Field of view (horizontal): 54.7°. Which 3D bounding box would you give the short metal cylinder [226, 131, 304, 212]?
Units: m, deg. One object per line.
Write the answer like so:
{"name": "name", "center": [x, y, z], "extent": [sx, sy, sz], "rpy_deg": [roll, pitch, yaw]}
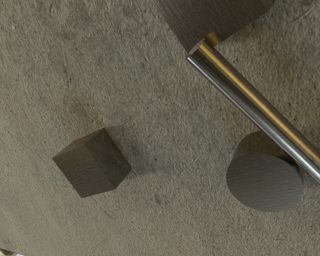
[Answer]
{"name": "short metal cylinder", "center": [0.122, 0.049, 0.357], "extent": [0.080, 0.050, 0.079], "rpy_deg": [13, 124, 21]}

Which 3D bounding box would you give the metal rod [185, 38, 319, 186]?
{"name": "metal rod", "center": [0.143, 0.023, 0.313], "extent": [0.300, 0.025, 0.025], "rpy_deg": [40, 130, -13]}

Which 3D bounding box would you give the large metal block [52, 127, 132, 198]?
{"name": "large metal block", "center": [-0.105, 0.056, 0.480], "extent": [0.080, 0.050, 0.080], "rpy_deg": [-22, 107, 36]}

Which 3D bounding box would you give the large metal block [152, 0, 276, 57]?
{"name": "large metal block", "center": [0.047, -0.124, 0.289], "extent": [0.080, 0.050, 0.080], "rpy_deg": [-28, 103, 37]}
